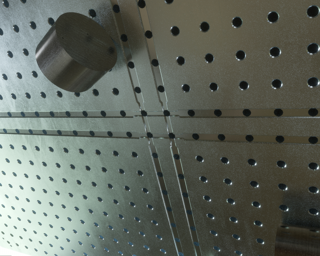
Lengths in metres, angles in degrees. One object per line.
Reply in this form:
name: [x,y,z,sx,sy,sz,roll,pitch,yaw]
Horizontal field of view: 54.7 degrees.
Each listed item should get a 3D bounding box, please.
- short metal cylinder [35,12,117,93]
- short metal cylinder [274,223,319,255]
short metal cylinder: [-0.099,-0.090,0.373,0.050,0.080,0.080,-32,101,38]
short metal cylinder: [0.174,0.162,0.384,0.050,0.080,0.080,0,118,28]
